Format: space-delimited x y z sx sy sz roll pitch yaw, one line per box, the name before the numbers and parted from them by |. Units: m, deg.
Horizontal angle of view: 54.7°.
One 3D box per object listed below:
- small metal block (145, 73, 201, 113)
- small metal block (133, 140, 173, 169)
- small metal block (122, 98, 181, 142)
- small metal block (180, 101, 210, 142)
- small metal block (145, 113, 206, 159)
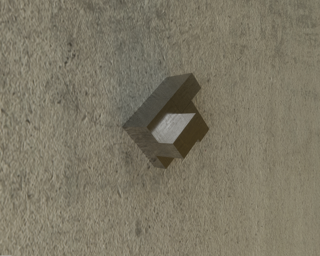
small metal block | 0.017 -0.044 0.406 0.050 0.050 0.025 -51 121 -28
small metal block | 0.001 0.018 0.409 0.050 0.025 0.050 -50 120 -28
small metal block | -0.011 -0.010 0.382 0.050 0.050 0.025 -51 121 -28
small metal block | 0.030 -0.008 0.417 0.025 0.050 0.050 -51 120 -28
small metal block | 0.018 0.009 0.375 0.050 0.050 0.025 -51 121 -28
